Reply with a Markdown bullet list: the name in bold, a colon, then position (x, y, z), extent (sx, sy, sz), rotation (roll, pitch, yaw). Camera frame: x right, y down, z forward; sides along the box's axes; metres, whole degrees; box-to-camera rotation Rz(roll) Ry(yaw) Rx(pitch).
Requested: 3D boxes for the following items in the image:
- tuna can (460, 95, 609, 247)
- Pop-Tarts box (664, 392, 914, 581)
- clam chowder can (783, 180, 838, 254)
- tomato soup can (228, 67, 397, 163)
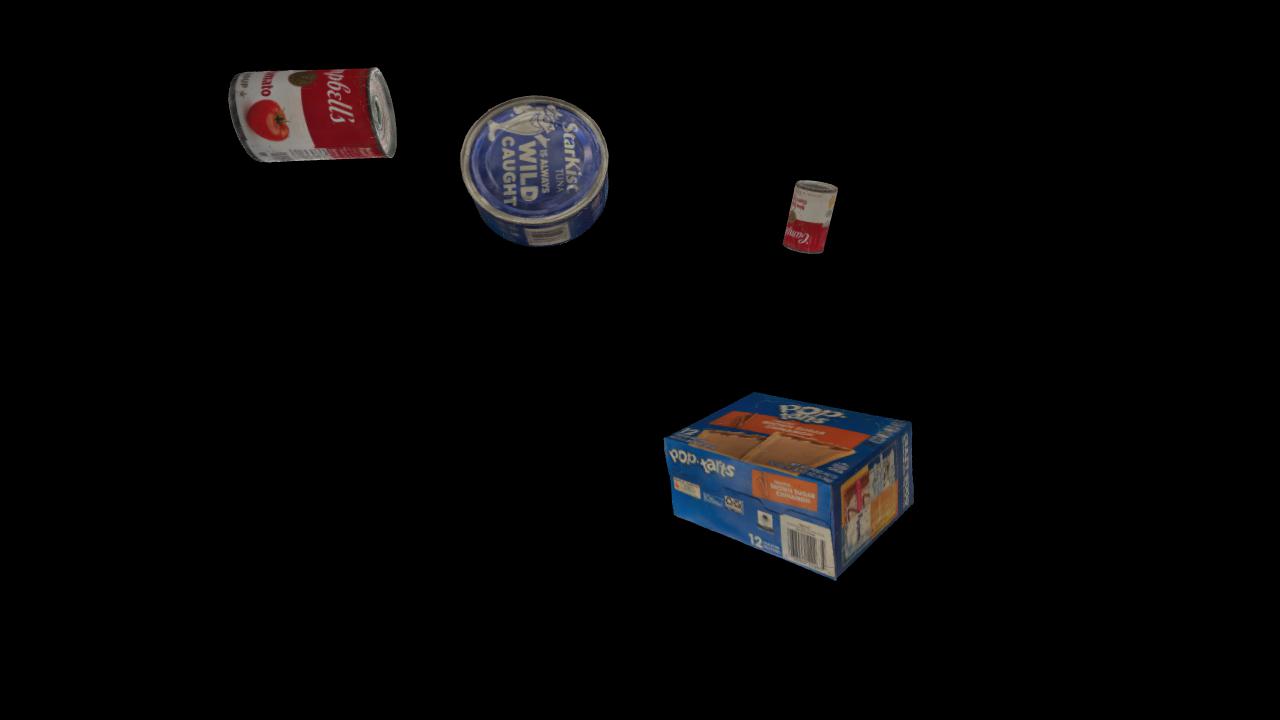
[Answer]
- **tuna can**: position (-0.060, -0.110, 0.363), extent (0.084, 0.084, 0.034), rotation (0, -16, -1)
- **Pop-Tarts box**: position (0.131, 0.098, 0.546), extent (0.141, 0.083, 0.167), rotation (-20, 21, -41)
- **clam chowder can**: position (0.272, -0.229, 0.983), extent (0.068, 0.102, 0.068), rotation (5, 28, -3)
- **tomato soup can**: position (-0.252, -0.191, 0.482), extent (0.101, 0.068, 0.068), rotation (-4, 0, -5)
